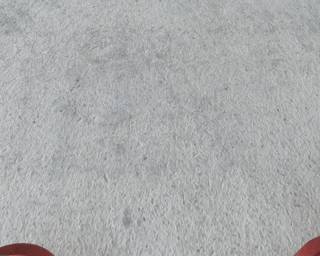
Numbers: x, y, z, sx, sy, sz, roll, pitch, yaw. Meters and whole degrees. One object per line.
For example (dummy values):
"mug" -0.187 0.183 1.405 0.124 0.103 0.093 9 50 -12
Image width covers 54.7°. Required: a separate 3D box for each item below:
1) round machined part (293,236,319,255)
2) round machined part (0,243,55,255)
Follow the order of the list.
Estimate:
"round machined part" 0.159 0.148 0.269 0.099 0.042 0.098 0 50 0
"round machined part" -0.123 0.154 0.262 0.099 0.042 0.098 0 50 0
